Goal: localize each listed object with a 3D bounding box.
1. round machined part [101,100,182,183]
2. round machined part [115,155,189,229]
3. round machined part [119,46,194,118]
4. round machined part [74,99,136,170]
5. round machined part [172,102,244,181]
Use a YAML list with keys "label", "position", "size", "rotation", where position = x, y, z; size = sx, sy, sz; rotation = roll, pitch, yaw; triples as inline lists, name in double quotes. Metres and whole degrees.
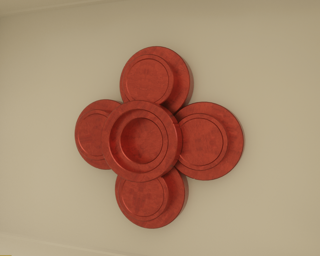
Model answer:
- label: "round machined part"
  position: [-0.019, 0.015, 0.384]
  size: [0.098, 0.042, 0.097]
  rotation: [0, 90, 20]
- label: "round machined part"
  position: [-0.015, 0.083, 0.405]
  size: [0.098, 0.042, 0.097]
  rotation: [-1, 88, 18]
- label: "round machined part"
  position: [-0.009, -0.058, 0.401]
  size: [0.098, 0.042, 0.097]
  rotation: [0, 90, 20]
- label: "round machined part"
  position: [-0.077, 0.009, 0.426]
  size: [0.098, 0.042, 0.097]
  rotation: [0, 90, 20]
- label: "round machined part"
  position: [0.052, 0.016, 0.381]
  size: [0.098, 0.042, 0.097]
  rotation: [0, 90, 20]
